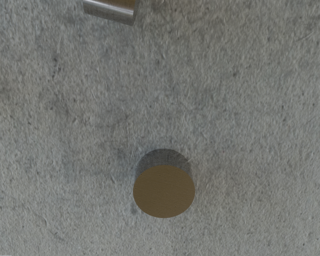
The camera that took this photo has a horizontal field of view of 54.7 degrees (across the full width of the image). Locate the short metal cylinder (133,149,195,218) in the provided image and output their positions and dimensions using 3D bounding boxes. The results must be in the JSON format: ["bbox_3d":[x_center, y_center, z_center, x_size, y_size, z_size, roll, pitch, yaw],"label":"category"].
[{"bbox_3d":[0.005,0.075,0.424,0.081,0.050,0.079,0,110,-1],"label":"short metal cylinder"}]

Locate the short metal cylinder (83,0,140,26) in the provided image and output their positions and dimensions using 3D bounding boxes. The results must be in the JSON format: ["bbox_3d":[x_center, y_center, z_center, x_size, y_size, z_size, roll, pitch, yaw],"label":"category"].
[{"bbox_3d":[-0.044,-0.153,0.323,0.050,0.080,0.079,14,110,-5],"label":"short metal cylinder"}]
